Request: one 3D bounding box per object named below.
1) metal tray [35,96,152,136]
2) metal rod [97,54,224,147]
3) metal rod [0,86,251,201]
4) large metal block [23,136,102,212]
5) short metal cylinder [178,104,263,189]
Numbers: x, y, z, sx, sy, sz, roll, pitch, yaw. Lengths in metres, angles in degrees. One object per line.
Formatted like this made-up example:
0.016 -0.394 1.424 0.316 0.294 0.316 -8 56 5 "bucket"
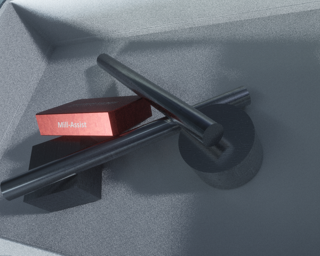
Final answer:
-0.088 -0.018 0.421 0.130 0.030 0.091 0 18 29 "metal tray"
-0.022 -0.054 0.410 0.025 0.025 0.300 -46 39 -4 "metal rod"
-0.037 0.016 0.364 0.302 0.025 0.025 -22 53 -3 "metal rod"
-0.125 0.058 0.412 0.080 0.050 0.080 -18 55 17 "large metal block"
0.067 0.020 0.338 0.080 0.050 0.080 -13 56 20 "short metal cylinder"
